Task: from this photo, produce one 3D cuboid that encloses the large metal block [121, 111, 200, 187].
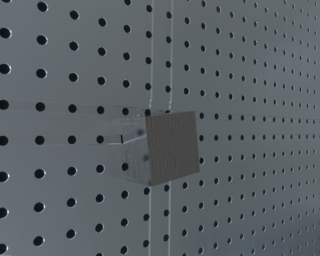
[{"bbox_3d":[0.002,0.022,0.393,0.081,0.050,0.080,-9,96,-40],"label":"large metal block"}]
